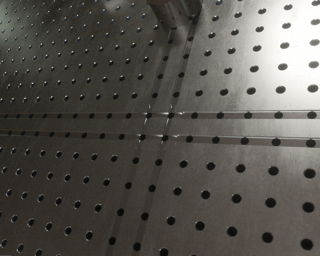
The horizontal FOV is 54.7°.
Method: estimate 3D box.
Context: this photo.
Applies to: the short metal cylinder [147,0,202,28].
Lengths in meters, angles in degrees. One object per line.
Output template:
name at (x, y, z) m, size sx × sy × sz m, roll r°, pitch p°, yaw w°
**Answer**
short metal cylinder at (0.023, -0.213, 0.509) m, size 0.080 × 0.050 × 0.080 m, roll -13°, pitch 56°, yaw 20°
